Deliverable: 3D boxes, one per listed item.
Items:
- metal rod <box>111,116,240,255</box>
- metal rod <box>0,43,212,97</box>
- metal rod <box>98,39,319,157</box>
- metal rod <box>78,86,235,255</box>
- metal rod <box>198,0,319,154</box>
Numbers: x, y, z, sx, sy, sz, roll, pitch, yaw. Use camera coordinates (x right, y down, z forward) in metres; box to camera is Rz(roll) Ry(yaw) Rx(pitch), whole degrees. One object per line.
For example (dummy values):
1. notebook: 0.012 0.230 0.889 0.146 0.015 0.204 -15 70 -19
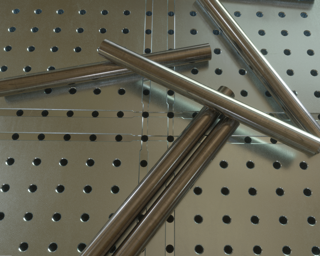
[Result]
1. metal rod: 0.002 0.099 0.375 0.025 0.025 0.301 37 74 12
2. metal rod: -0.076 -0.083 0.441 0.302 0.025 0.025 -11 71 -4
3. metal rod: 0.056 -0.043 0.400 0.301 0.025 0.025 27 72 9
4. metal rod: -0.002 0.060 0.389 0.025 0.025 0.301 37 74 12
5. metal rod: 0.140 -0.094 0.446 0.025 0.025 0.299 -29 73 -10
